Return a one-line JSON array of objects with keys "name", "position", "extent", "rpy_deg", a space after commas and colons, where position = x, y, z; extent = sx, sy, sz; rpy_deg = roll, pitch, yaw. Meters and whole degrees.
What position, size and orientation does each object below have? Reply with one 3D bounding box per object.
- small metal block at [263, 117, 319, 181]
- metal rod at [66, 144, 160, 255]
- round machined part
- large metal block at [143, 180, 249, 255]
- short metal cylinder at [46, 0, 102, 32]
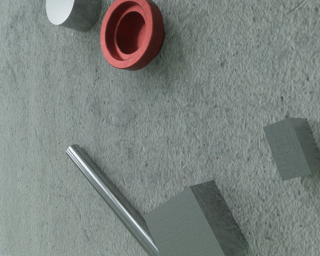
[{"name": "small metal block", "position": [0.124, 0.018, 0.285], "extent": [0.025, 0.050, 0.050], "rpy_deg": [-25, 74, 37]}, {"name": "metal rod", "position": [-0.050, 0.121, 0.444], "extent": [0.300, 0.025, 0.025], "rpy_deg": [41, 115, 32]}, {"name": "round machined part", "position": [-0.032, -0.126, 0.419], "extent": [0.098, 0.042, 0.097], "rpy_deg": [0, 90, 39]}, {"name": "large metal block", "position": [0.039, 0.117, 0.355], "extent": [0.080, 0.050, 0.080], "rpy_deg": [-40, 66, 32]}, {"name": "short metal cylinder", "position": [-0.140, -0.201, 0.501], "extent": [0.080, 0.050, 0.079], "rpy_deg": [0, 90, 39]}]
